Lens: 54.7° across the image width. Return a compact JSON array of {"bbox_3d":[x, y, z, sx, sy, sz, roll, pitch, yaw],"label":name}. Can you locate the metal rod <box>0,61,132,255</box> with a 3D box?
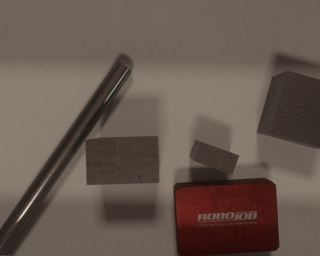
[{"bbox_3d":[-0.132,0.041,0.409,0.025,0.025,0.299,35,90,-1],"label":"metal rod"}]

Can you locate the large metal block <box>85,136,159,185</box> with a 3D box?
[{"bbox_3d":[-0.042,0.037,0.383,0.081,0.080,0.050,-2,90,-1],"label":"large metal block"}]

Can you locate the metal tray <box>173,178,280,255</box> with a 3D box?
[{"bbox_3d":[0.086,0.116,0.410,0.131,0.030,0.089,-3,90,-1],"label":"metal tray"}]

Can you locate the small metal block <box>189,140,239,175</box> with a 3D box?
[{"bbox_3d":[0.068,0.036,0.400,0.050,0.050,0.025,20,90,-1],"label":"small metal block"}]

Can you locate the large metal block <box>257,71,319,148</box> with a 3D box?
[{"bbox_3d":[0.183,-0.021,0.401,0.080,0.050,0.080,15,90,-1],"label":"large metal block"}]
